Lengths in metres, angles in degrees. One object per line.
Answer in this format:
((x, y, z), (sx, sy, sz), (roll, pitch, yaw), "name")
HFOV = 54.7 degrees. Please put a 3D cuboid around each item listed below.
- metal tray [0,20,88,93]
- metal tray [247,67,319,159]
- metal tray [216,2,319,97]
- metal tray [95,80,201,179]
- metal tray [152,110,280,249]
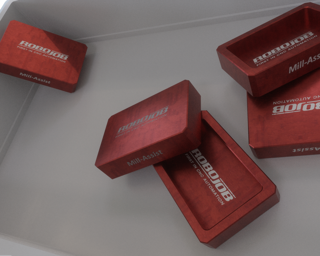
((-0.199, -0.121, 0.526), (0.030, 0.131, 0.090), (133, 149, -56), "metal tray")
((0.162, -0.019, 0.329), (0.130, 0.030, 0.090), (-8, 58, 24), "metal tray")
((0.143, -0.094, 0.358), (0.130, 0.030, 0.090), (-27, 37, 0), "metal tray")
((-0.014, 0.002, 0.380), (0.130, 0.030, 0.090), (-23, 38, 27), "metal tray")
((0.053, 0.051, 0.343), (0.090, 0.030, 0.130), (-38, 51, 2), "metal tray")
